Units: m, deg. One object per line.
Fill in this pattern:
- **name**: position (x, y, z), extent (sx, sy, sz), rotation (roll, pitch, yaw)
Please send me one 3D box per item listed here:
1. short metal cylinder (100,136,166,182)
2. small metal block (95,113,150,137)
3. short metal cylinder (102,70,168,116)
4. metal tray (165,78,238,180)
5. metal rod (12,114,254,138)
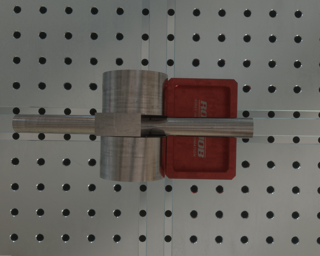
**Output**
- **short metal cylinder**: position (-0.033, 0.035, 0.385), extent (0.081, 0.080, 0.050), rotation (1, 90, 0)
- **small metal block**: position (-0.041, -0.004, 0.353), extent (0.050, 0.050, 0.025), rotation (1, 90, 8)
- **short metal cylinder**: position (-0.031, -0.040, 0.384), extent (0.081, 0.080, 0.050), rotation (1, 90, 0)
- **metal tray**: position (0.053, 0.001, 0.411), extent (0.091, 0.030, 0.129), rotation (1, 90, 0)
- **metal rod**: position (-0.040, -0.003, 0.390), extent (0.301, 0.025, 0.025), rotation (1, 90, 8)
